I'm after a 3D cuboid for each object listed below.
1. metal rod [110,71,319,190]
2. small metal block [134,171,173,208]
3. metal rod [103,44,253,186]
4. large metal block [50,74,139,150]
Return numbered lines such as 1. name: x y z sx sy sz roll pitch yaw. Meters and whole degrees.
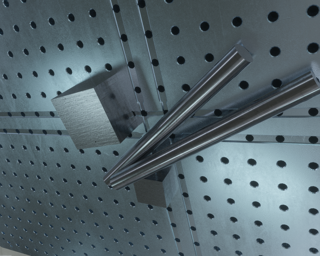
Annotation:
1. metal rod: 0.044 0.018 0.383 0.299 0.025 0.025 -30 102 32
2. small metal block: -0.011 0.091 0.473 0.050 0.025 0.050 5 121 25
3. metal rod: 0.003 0.003 0.411 0.025 0.025 0.299 44 129 -3
4. large metal block: -0.089 -0.021 0.429 0.080 0.050 0.080 -9 114 32
